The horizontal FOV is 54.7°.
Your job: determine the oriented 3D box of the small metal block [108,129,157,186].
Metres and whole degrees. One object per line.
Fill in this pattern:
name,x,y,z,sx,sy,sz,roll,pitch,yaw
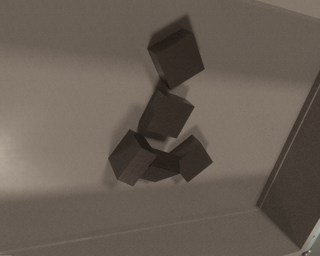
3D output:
small metal block,-0.036,0.037,0.396,0.025,0.050,0.050,31,101,-33

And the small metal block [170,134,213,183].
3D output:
small metal block,0.045,0.046,0.464,0.050,0.025,0.050,-38,130,-3

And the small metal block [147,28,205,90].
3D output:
small metal block,0.020,-0.082,0.370,0.050,0.025,0.050,-32,129,-8

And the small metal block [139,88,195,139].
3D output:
small metal block,0.009,-0.018,0.404,0.050,0.025,0.050,16,110,-35

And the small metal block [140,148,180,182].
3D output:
small metal block,-0.009,0.051,0.421,0.050,0.025,0.050,21,146,-37
